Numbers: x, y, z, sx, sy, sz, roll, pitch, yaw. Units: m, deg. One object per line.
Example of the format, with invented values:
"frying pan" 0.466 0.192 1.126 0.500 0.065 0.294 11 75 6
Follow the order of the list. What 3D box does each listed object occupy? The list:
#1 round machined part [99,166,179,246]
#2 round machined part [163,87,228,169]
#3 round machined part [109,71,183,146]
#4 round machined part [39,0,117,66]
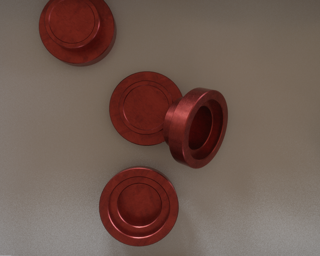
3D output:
"round machined part" -0.026 0.098 0.403 0.099 0.042 0.097 0 90 0
"round machined part" 0.041 -0.002 0.385 0.042 0.098 0.098 18 90 38
"round machined part" -0.017 -0.025 0.403 0.099 0.042 0.097 0 90 0
"round machined part" -0.109 -0.132 0.402 0.099 0.042 0.097 0 90 0
